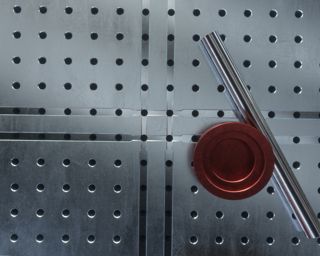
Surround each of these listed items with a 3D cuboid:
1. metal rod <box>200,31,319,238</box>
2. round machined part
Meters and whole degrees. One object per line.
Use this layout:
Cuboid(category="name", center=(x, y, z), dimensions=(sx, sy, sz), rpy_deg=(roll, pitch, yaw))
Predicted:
Cuboid(category="metal rod", center=(0.136, 0.009, 0.414), dimensions=(0.025, 0.025, 0.299), rpy_deg=(-28, 90, 0))
Cuboid(category="round machined part", center=(0.093, 0.040, 0.401), dimensions=(0.099, 0.042, 0.097), rpy_deg=(0, 94, 6))
